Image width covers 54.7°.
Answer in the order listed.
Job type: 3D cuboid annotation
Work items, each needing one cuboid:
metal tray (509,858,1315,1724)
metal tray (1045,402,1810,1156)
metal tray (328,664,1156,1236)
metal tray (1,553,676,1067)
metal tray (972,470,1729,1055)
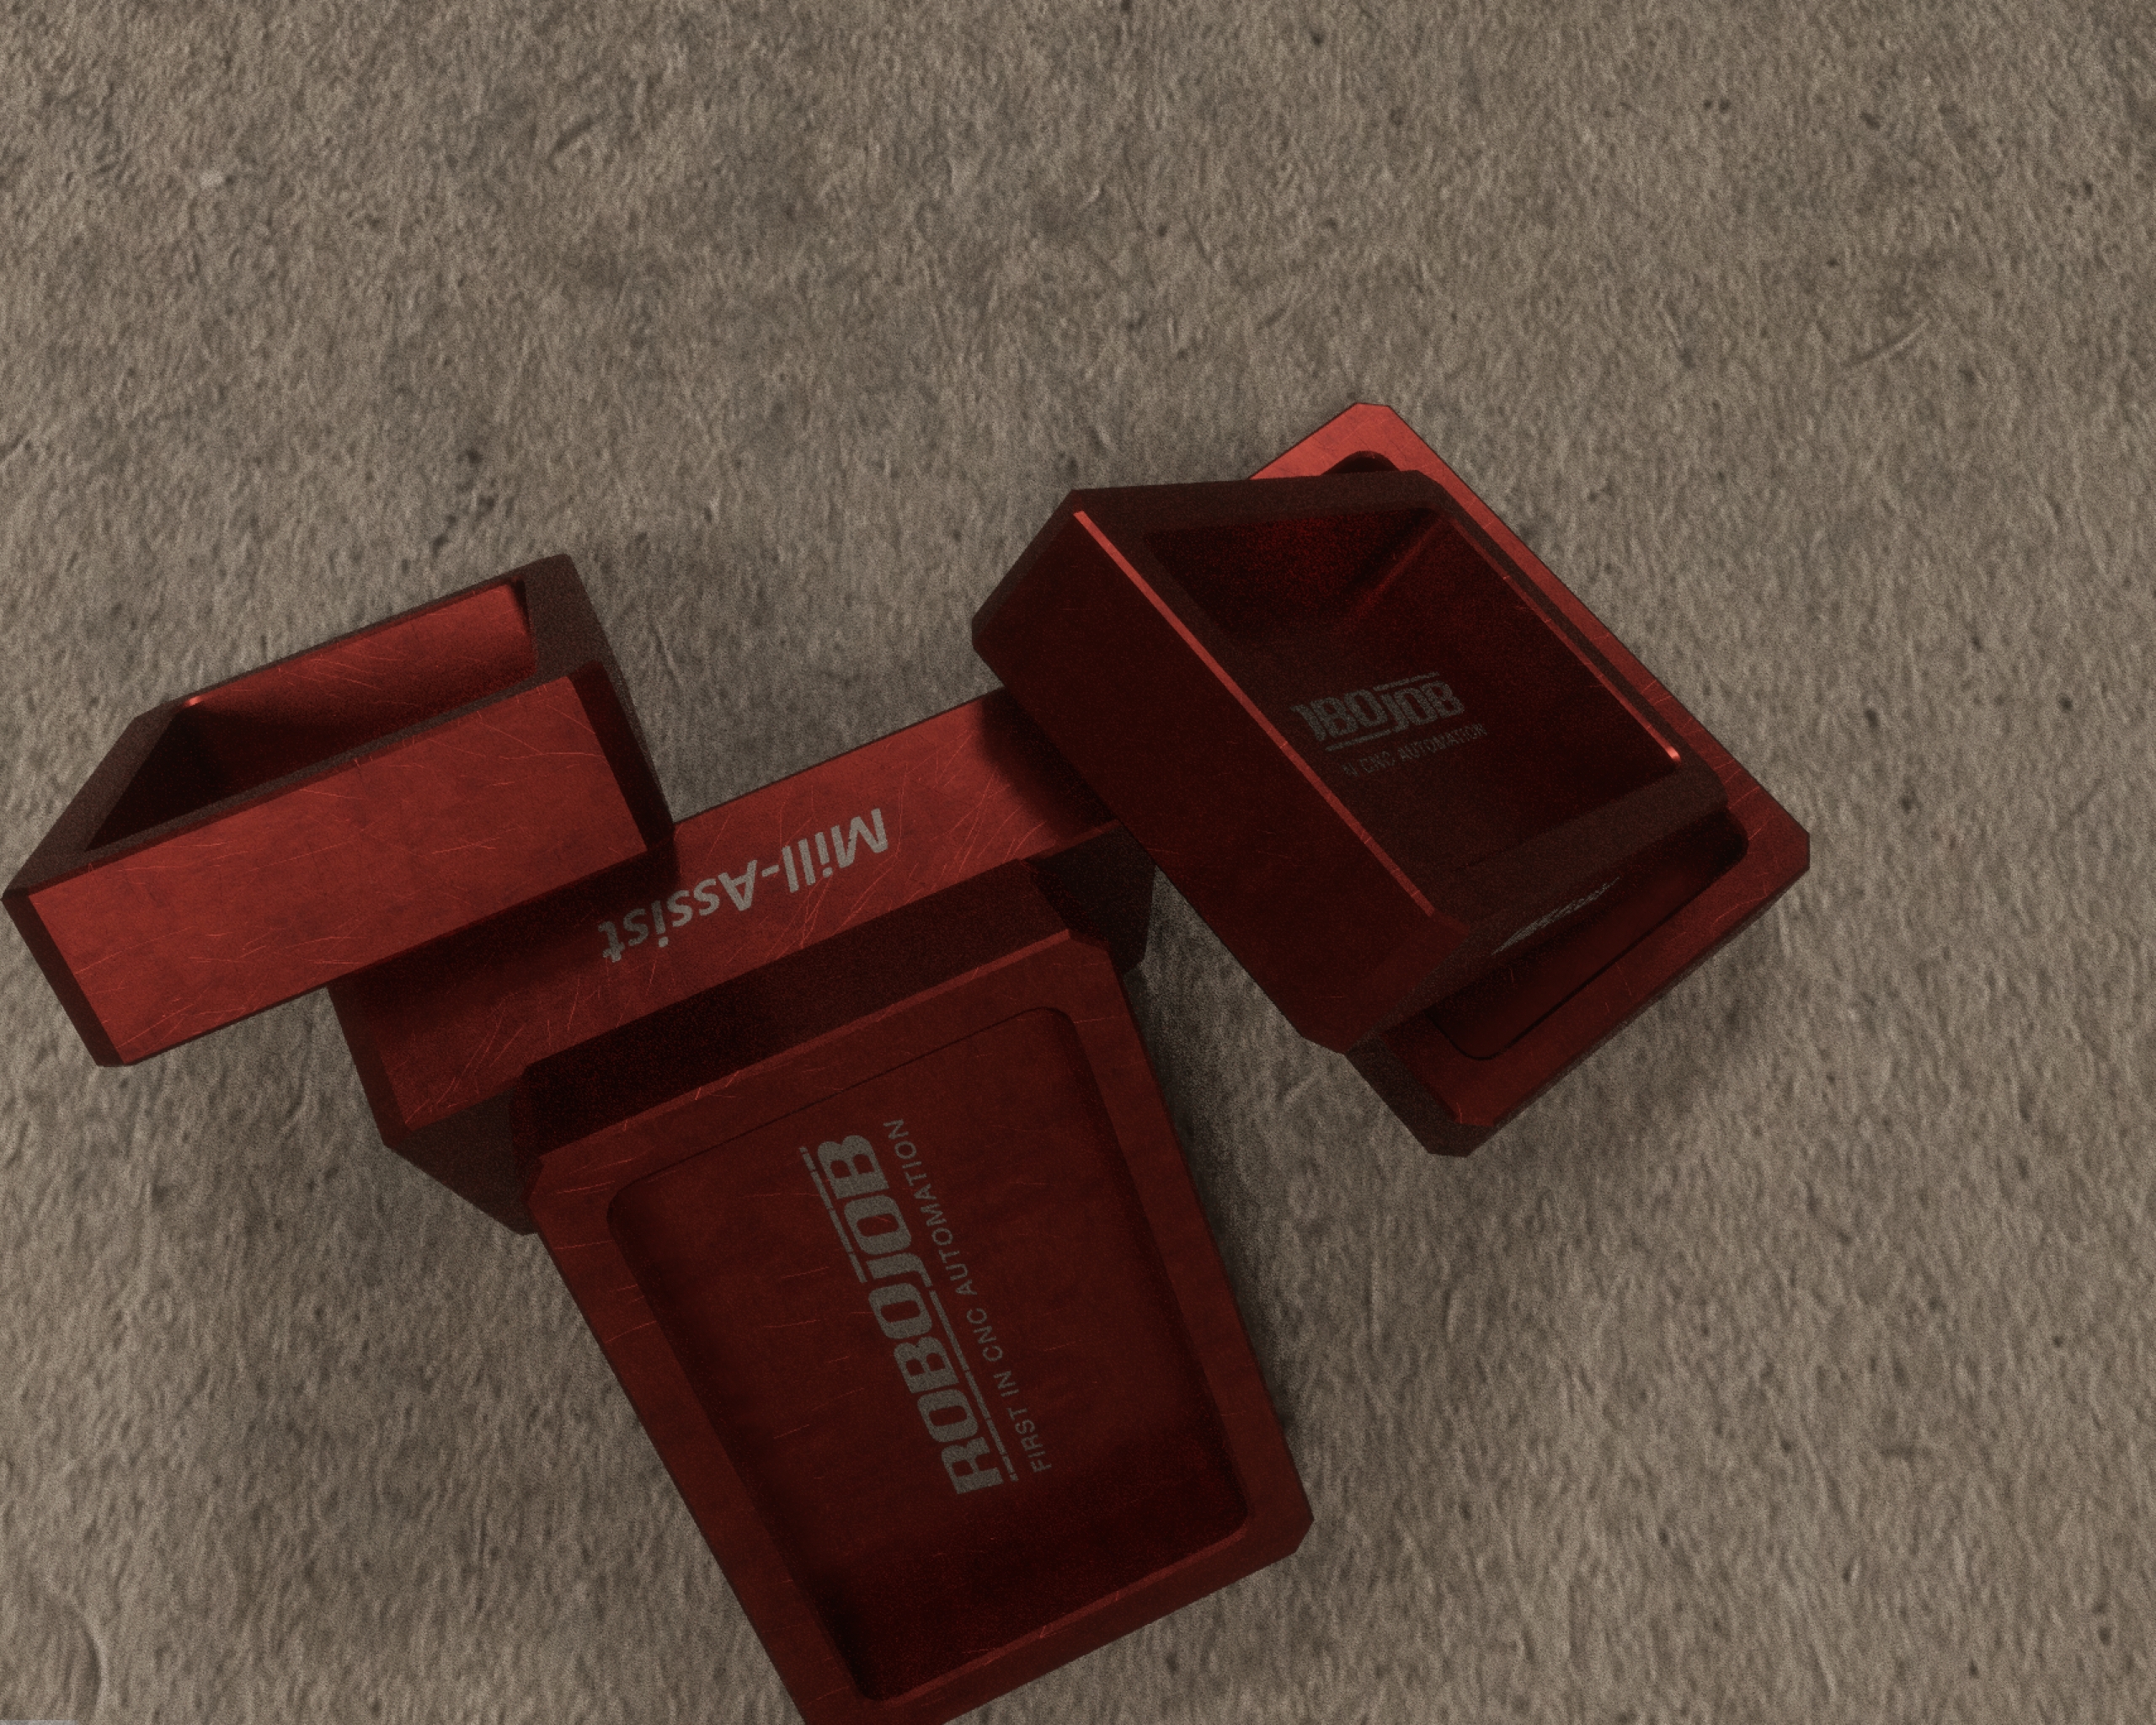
[{"bbox_3d":[-0.023,0.074,0.335,0.091,0.030,0.129,-23,117,-8],"label":"metal tray"},{"bbox_3d":[0.066,-0.019,0.414,0.090,0.030,0.130,-37,74,-13],"label":"metal tray"},{"bbox_3d":[-0.052,0.019,0.367,0.131,0.090,0.030,-23,72,-9],"label":"metal tray"},{"bbox_3d":[-0.123,-0.016,0.363,0.091,0.130,0.030,-23,111,-9],"label":"metal tray"},{"bbox_3d":[0.053,-0.025,0.360,0.090,0.030,0.131,50,33,15],"label":"metal tray"}]
